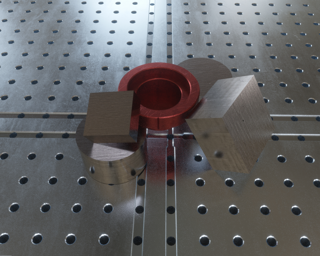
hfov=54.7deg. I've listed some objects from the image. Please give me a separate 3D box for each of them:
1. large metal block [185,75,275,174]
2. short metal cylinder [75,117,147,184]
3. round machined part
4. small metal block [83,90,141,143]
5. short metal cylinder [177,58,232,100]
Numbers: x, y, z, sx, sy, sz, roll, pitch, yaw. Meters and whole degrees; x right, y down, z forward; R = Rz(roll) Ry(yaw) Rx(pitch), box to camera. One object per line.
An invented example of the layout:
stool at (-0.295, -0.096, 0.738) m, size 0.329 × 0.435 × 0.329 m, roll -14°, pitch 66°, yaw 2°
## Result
large metal block at (0.086, -0.005, 0.368) m, size 0.050 × 0.080 × 0.080 m, roll 0°, pitch 39°, yaw 47°
short metal cylinder at (-0.056, 0.020, 0.373) m, size 0.081 × 0.050 × 0.080 m, roll 0°, pitch 50°, yaw 0°
round machined part at (-0.001, -0.035, 0.388) m, size 0.099 × 0.042 × 0.098 m, roll 0°, pitch 50°, yaw 0°
small metal block at (-0.051, -0.011, 0.335) m, size 0.050 × 0.025 × 0.050 m, roll -2°, pitch 68°, yaw 14°
short metal cylinder at (0.057, -0.054, 0.437) m, size 0.081 × 0.050 × 0.080 m, roll 0°, pitch 50°, yaw 0°
